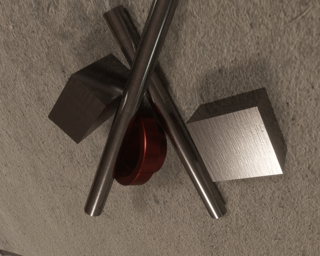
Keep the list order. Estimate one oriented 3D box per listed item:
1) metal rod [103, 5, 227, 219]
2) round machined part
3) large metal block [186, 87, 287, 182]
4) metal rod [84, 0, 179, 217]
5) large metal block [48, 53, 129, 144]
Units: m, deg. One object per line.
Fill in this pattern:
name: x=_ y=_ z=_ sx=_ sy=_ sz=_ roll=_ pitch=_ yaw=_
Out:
metal rod: x=0.014 y=-0.007 z=0.393 sx=0.025 sy=0.025 sz=0.299 roll=-17 pitch=110 yaw=34
round machined part: x=-0.027 y=0.025 z=0.402 sx=0.098 sy=0.042 sz=0.097 roll=-12 pitch=76 yaw=54
large metal block: x=0.088 y=0.010 z=0.350 sx=0.080 sy=0.050 sz=0.080 roll=-14 pitch=111 yaw=33
metal rod: x=-0.040 y=-0.017 z=0.366 sx=0.025 sy=0.025 sz=0.298 roll=26 pitch=112 yaw=11
large metal block: x=-0.082 y=-0.038 z=0.389 sx=0.050 sy=0.080 sz=0.080 roll=43 pitch=129 yaw=-2
